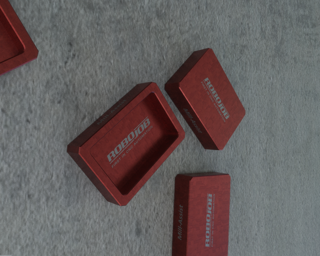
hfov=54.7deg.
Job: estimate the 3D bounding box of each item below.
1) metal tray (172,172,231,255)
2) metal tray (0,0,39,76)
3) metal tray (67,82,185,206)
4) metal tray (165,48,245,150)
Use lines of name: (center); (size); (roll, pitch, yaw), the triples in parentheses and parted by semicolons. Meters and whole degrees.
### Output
metal tray: (0.063, 0.133, 0.457); (0.091, 0.030, 0.129); (4, 88, -40)
metal tray: (-0.181, -0.070, 0.250); (0.131, 0.030, 0.090); (-40, 115, -33)
metal tray: (-0.034, 0.016, 0.374); (0.131, 0.030, 0.090); (-47, 118, -30)
metal tray: (0.073, -0.041, 0.465); (0.090, 0.030, 0.130); (-51, 120, -28)
